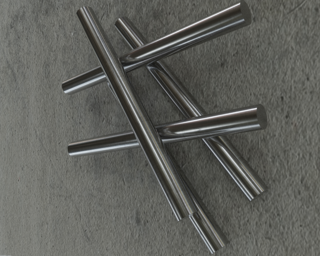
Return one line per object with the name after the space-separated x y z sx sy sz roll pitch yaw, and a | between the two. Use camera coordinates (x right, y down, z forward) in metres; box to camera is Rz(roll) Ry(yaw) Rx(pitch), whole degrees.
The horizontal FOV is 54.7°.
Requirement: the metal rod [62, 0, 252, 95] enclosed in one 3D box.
-0.030 -0.089 0.397 0.300 0.025 0.025 -12 83 39 | metal rod

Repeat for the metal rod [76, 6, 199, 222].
-0.037 -0.033 0.370 0.025 0.025 0.299 -42 65 32 | metal rod

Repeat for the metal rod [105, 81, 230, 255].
-0.007 0.022 0.410 0.025 0.025 0.299 -48 62 29 | metal rod

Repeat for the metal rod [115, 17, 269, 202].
0.024 -0.040 0.384 0.025 0.025 0.299 -50 61 28 | metal rod

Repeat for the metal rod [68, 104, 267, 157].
-0.018 0.011 0.387 0.300 0.025 0.025 -11 83 39 | metal rod
